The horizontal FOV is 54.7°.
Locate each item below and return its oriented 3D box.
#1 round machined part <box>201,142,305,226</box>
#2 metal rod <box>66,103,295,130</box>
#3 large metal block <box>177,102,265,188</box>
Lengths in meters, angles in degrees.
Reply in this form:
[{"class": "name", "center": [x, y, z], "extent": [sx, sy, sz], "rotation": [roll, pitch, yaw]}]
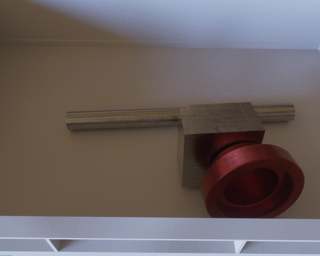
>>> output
[{"class": "round machined part", "center": [0.090, 0.053, 0.316], "extent": [0.099, 0.097, 0.042], "rotation": [-6, 37, -6]}, {"class": "metal rod", "center": [0.029, -0.016, 0.418], "extent": [0.302, 0.025, 0.025], "rotation": [-2, 50, -3]}, {"class": "large metal block", "center": [0.063, 0.019, 0.349], "extent": [0.081, 0.079, 0.050], "rotation": [-3, 39, -3]}]
